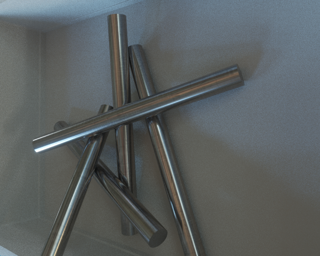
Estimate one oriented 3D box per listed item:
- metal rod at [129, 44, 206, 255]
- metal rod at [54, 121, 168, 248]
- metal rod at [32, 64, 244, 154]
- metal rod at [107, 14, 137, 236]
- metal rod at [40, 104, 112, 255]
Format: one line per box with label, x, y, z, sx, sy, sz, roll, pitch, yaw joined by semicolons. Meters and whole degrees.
metal rod;0.005;0.029;0.400;0.025;0.025;0.299;-27;73;36
metal rod;-0.089;0.060;0.444;0.300;0.025;0.025;35;112;45
metal rod;-0.044;-0.016;0.394;0.300;0.025;0.025;-18;79;23
metal rod;-0.050;-0.001;0.426;0.025;0.025;0.298;1;97;39
metal rod;-0.115;0.103;0.396;0.025;0.025;0.300;-5;58;39
